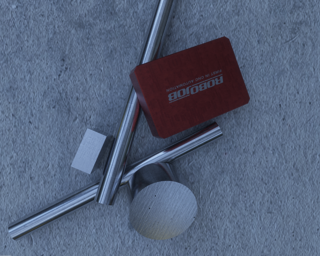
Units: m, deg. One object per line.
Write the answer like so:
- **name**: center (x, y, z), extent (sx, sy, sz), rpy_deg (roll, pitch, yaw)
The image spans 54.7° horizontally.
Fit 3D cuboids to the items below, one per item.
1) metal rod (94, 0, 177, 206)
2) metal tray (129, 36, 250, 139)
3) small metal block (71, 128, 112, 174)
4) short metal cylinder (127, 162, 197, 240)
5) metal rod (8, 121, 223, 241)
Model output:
- **metal rod**: center (-0.026, -0.051, 0.395), extent (0.025, 0.025, 0.299), rpy_deg (17, 84, -1)
- **metal tray**: center (0.039, -0.051, 0.386), extent (0.131, 0.030, 0.090), rpy_deg (-23, 96, -16)
- **small metal block**: center (-0.086, 0.028, 0.396), extent (0.025, 0.050, 0.050), rpy_deg (23, 90, 0)
- **short metal cylinder**: center (0.000, 0.090, 0.385), extent (0.081, 0.050, 0.079), rpy_deg (-3, 109, -9)
- **metal rod**: center (-0.057, 0.069, 0.409), extent (0.301, 0.025, 0.025), rpy_deg (-27, 90, -1)
